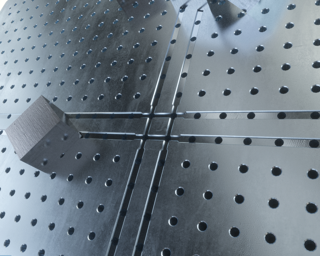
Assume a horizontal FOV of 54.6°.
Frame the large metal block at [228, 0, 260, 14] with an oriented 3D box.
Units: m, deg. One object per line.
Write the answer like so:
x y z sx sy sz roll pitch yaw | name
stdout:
0.121 -0.228 0.443 0.080 0.050 0.080 32 76 -5 | large metal block

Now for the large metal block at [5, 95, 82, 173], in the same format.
-0.183 0.008 0.485 0.080 0.050 0.080 -45 51 -3 | large metal block

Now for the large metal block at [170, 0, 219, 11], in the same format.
0.050 -0.239 0.495 0.080 0.080 0.050 25 75 37 | large metal block

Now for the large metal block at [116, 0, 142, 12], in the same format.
-0.058 -0.285 0.599 0.080 0.050 0.080 -31 52 8 | large metal block
